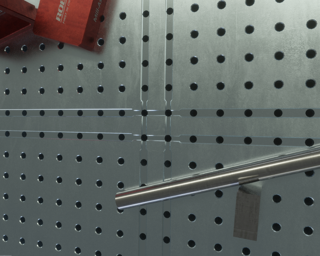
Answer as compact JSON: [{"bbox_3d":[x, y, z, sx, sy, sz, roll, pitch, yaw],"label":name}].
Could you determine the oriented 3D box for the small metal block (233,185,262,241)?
[{"bbox_3d":[0.103,0.097,0.363,0.025,0.050,0.050,5,92,20],"label":"small metal block"}]

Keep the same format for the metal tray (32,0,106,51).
[{"bbox_3d":[-0.127,-0.188,0.453,0.090,0.030,0.129,19,96,18],"label":"metal tray"}]

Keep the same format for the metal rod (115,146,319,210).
[{"bbox_3d":[0.081,0.062,0.383,0.301,0.025,0.025,-16,85,18],"label":"metal rod"}]

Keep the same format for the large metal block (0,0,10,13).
[{"bbox_3d":[-0.298,-0.210,0.486,0.080,0.080,0.050,-42,77,15],"label":"large metal block"}]

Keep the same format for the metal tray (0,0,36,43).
[{"bbox_3d":[-0.266,-0.161,0.469,0.130,0.090,0.030,-17,85,19],"label":"metal tray"}]
